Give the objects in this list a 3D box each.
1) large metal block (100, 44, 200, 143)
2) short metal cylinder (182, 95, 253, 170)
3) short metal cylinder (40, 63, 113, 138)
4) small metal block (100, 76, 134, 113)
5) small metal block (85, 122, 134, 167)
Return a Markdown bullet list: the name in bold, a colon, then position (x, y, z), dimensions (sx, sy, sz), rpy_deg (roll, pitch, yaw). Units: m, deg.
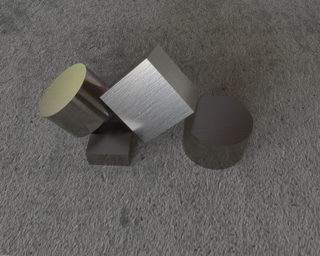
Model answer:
- **large metal block**: position (-0.011, -0.040, 0.379), dimensions (0.080, 0.080, 0.050), rpy_deg (47, 32, -16)
- **short metal cylinder**: position (0.069, 0.005, 0.385), dimensions (0.081, 0.050, 0.080), rpy_deg (0, 50, 0)
- **short metal cylinder**: position (-0.104, -0.035, 0.393), dimensions (0.080, 0.050, 0.080), rpy_deg (-24, 45, 27)
- **small metal block**: position (-0.063, -0.049, 0.445), dimensions (0.050, 0.025, 0.050), rpy_deg (-1, 50, -1)
- **small metal block**: position (-0.061, 0.020, 0.387), dimensions (0.050, 0.025, 0.050), rpy_deg (2, 50, 1)
